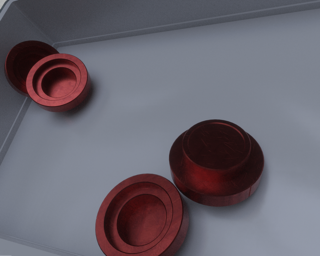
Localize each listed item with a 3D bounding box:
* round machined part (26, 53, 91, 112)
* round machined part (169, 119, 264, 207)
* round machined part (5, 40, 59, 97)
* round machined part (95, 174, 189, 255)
[{"bbox_3d":[-0.162,-0.070,0.508,0.099,0.042,0.098,-1,68,2],"label":"round machined part"},{"bbox_3d":[0.058,0.029,0.325,0.099,0.042,0.098,-4,46,4],"label":"round machined part"},{"bbox_3d":[-0.219,-0.099,0.545,0.042,0.098,0.098,-12,51,58],"label":"round machined part"},{"bbox_3d":[-0.016,0.102,0.335,0.098,0.042,0.098,-12,50,15],"label":"round machined part"}]
